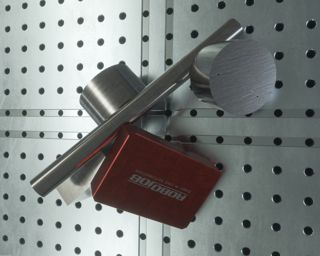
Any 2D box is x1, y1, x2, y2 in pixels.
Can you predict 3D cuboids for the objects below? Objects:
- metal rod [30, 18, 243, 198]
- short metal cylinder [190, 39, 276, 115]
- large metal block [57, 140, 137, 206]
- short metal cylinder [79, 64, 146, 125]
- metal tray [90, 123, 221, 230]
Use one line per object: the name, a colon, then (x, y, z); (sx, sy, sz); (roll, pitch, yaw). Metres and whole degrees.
metal rod: (-0.021, -0.028, 0.362); (0.301, 0.025, 0.025); (-40, 77, -7)
short metal cylinder: (0.081, -0.058, 0.349); (0.081, 0.050, 0.079); (-4, 104, -17)
large metal block: (-0.085, 0.051, 0.412); (0.080, 0.080, 0.050); (-41, 77, 15)
short metal cylinder: (-0.055, -0.036, 0.402); (0.080, 0.080, 0.050); (-45, 76, 14)
metal tray: (-0.003, 0.061, 0.368); (0.131, 0.030, 0.090); (26, 101, -25)
